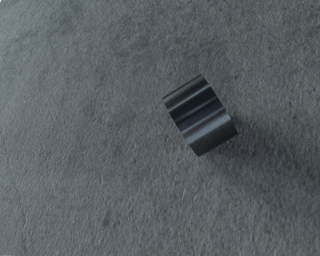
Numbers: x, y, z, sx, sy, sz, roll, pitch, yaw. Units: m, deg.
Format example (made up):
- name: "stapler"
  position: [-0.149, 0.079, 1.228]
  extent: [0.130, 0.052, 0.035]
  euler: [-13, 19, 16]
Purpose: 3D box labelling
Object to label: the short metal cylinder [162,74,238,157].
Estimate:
- name: "short metal cylinder"
  position: [0.045, -0.014, 0.353]
  extent: [0.050, 0.080, 0.080]
  euler: [-32, 52, 8]
